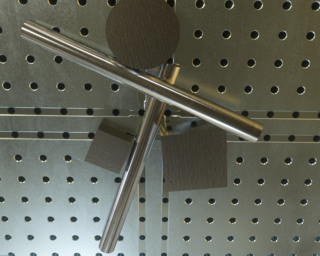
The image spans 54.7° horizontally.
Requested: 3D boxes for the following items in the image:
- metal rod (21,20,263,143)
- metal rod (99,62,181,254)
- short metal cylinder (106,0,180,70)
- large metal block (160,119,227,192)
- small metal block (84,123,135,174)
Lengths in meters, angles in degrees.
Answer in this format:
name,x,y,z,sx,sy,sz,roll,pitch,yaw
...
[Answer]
name,x,y,z,sx,sy,sz,roll,pitch,yaw
metal rod,-0.021,-0.055,0.369,0.301,0.025,0.025,24,108,0
metal rod,-0.034,0.053,0.432,0.025,0.025,0.298,18,109,-7
short metal cylinder,-0.019,-0.112,0.359,0.081,0.050,0.079,0,110,-1
large metal block,0.044,0.035,0.414,0.080,0.050,0.079,-5,110,1
small metal block,-0.069,0.028,0.423,0.050,0.025,0.050,23,108,-9
